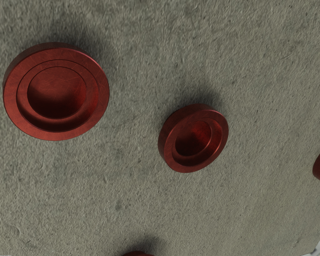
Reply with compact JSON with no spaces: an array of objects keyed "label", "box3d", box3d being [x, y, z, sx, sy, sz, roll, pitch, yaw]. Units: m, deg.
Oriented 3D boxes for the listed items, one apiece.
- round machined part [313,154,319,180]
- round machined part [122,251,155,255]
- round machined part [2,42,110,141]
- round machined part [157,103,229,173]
[{"label":"round machined part","box3d":[0.373,0.077,0.647,0.099,0.042,0.097,-14,124,-21]},{"label":"round machined part","box3d":[-0.045,0.249,0.525,0.099,0.042,0.097,-14,124,-21]},{"label":"round machined part","box3d":[-0.105,-0.039,0.314,0.099,0.042,0.097,-14,124,-21]},{"label":"round machined part","box3d":[0.041,0.010,0.424,0.099,0.042,0.097,-14,124,-21]}]
